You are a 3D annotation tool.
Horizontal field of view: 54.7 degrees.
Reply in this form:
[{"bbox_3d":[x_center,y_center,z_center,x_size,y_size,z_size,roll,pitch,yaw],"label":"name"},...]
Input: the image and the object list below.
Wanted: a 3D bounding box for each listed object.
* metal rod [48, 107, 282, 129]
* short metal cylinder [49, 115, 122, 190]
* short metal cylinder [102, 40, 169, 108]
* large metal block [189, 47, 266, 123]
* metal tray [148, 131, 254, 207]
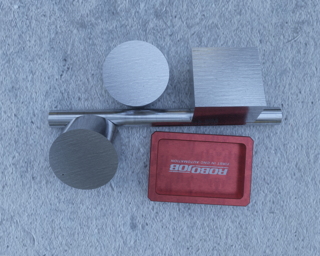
[{"bbox_3d":[0.007,-0.014,0.412,0.302,0.025,0.025,-1,90,0],"label":"metal rod"},{"bbox_3d":[-0.089,0.029,0.386,0.081,0.050,0.079,0,111,-1],"label":"short metal cylinder"},{"bbox_3d":[-0.029,-0.066,0.398,0.081,0.050,0.080,0,90,0],"label":"short metal cylinder"},{"bbox_3d":[0.080,-0.053,0.387,0.081,0.050,0.080,-1,69,0],"label":"large metal block"},{"bbox_3d":[0.052,0.052,0.408,0.131,0.030,0.089,3,90,0],"label":"metal tray"}]
